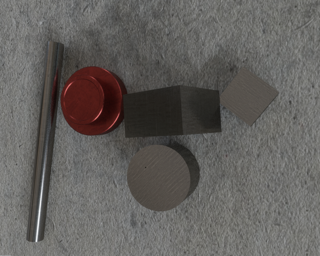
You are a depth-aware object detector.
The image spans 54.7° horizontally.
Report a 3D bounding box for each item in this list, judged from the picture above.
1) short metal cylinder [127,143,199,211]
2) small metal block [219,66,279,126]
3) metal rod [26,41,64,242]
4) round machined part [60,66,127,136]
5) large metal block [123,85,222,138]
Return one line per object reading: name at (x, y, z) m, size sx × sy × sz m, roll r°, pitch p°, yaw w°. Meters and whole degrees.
short metal cylinder at (0.006, 0.060, 0.393) m, size 0.080 × 0.050 × 0.079 m, roll 0°, pitch 90°, yaw 19°
small metal block at (0.105, -0.037, 0.372) m, size 0.050 × 0.025 × 0.050 m, roll 40°, pitch 102°, yaw 15°
metal rod at (-0.174, 0.022, 0.468) m, size 0.025 × 0.025 × 0.298 m, roll 8°, pitch 93°, yaw 19°
round machined part at (-0.098, -0.038, 0.433) m, size 0.098 × 0.042 × 0.097 m, roll 0°, pitch 90°, yaw 19°
large metal block at (0.015, -0.017, 0.362) m, size 0.080 × 0.081 × 0.050 m, roll -4°, pitch 89°, yaw 39°
